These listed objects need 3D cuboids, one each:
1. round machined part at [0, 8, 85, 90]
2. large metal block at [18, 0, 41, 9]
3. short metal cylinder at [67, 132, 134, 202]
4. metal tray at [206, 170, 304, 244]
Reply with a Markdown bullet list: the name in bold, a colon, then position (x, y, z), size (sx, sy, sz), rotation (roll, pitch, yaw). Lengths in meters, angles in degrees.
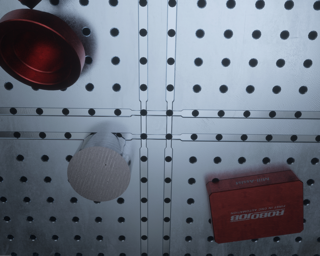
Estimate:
- **round machined part**: position (-0.135, -0.092, 0.354), size (0.099, 0.042, 0.097), rotation (4, 142, 3)
- **large metal block**: position (-0.133, -0.184, 0.310), size (0.080, 0.050, 0.080), rotation (-36, 69, 12)
- **short metal cylinder**: position (-0.078, 0.051, 0.418), size (0.081, 0.050, 0.079), rotation (0, 110, 0)
- **metal tray**: position (0.139, 0.117, 0.455), size (0.131, 0.030, 0.089), rotation (-9, 110, 3)
